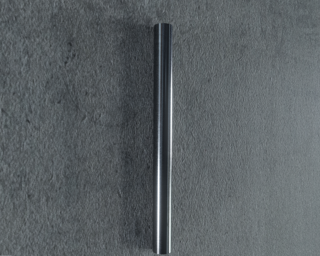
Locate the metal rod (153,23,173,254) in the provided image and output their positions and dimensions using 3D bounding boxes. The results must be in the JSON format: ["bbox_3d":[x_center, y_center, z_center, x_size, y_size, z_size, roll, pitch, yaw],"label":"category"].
[{"bbox_3d":[0.004,0.014,0.411,0.025,0.025,0.298,0,90,-40],"label":"metal rod"}]
